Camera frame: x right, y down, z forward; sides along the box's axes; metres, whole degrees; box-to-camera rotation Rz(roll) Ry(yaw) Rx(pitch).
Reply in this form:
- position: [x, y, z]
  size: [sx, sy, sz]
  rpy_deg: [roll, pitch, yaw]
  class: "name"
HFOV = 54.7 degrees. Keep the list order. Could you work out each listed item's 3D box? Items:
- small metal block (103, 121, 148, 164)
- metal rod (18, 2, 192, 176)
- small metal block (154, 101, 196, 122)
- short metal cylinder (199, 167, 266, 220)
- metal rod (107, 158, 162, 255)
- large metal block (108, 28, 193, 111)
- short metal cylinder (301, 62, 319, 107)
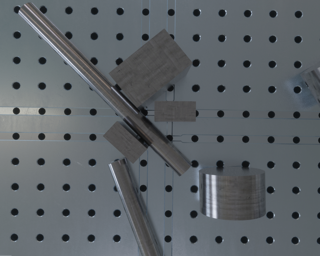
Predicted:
- position: [-0.042, 0.017, 0.400]
  size: [0.050, 0.050, 0.025]
  rpy_deg: [43, 90, 0]
  class: "small metal block"
- position: [-0.072, -0.051, 0.412]
  size: [0.025, 0.025, 0.300]
  rpy_deg: [-45, 90, 0]
  class: "metal rod"
- position: [0.019, -0.020, 0.401]
  size: [0.050, 0.050, 0.025]
  rpy_deg: [1, 90, 0]
  class: "small metal block"
- position: [0.090, 0.078, 0.386]
  size: [0.081, 0.080, 0.050]
  rpy_deg: [-1, 90, 0]
  class: "short metal cylinder"
- position: [-0.006, 0.184, 0.413]
  size: [0.025, 0.025, 0.299]
  rpy_deg: [-21, 90, 0]
  class: "metal rod"
- position: [-0.010, -0.067, 0.386]
  size: [0.080, 0.080, 0.050]
  rpy_deg: [-39, 90, 0]
  class: "large metal block"
- position: [0.227, -0.066, 0.387]
  size: [0.080, 0.080, 0.050]
  rpy_deg: [-31, 90, 0]
  class: "short metal cylinder"
